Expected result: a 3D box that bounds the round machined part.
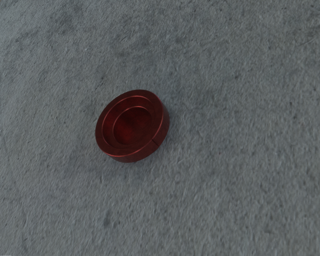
[{"bbox_3d":[-0.032,0.001,0.408,0.098,0.042,0.098,-13,56,20],"label":"round machined part"}]
